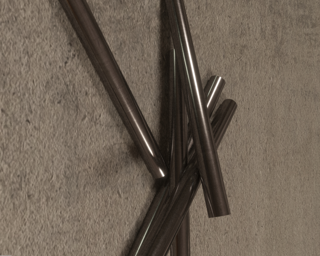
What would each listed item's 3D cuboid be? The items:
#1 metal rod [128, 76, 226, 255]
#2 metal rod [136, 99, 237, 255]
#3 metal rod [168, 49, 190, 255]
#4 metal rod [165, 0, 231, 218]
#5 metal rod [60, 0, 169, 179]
[{"bbox_3d":[0.027,0.052,0.430,0.025,0.025,0.300,41,65,-33],"label":"metal rod"},{"bbox_3d":[0.051,0.044,0.393,0.025,0.025,0.301,63,38,-21],"label":"metal rod"},{"bbox_3d":[0.024,0.043,0.401,0.025,0.025,0.298,8,77,-40],"label":"metal rod"},{"bbox_3d":[0.041,-0.044,0.383,0.025,0.025,0.299,3,70,-40],"label":"metal rod"},{"bbox_3d":[-0.060,-0.067,0.355,0.025,0.025,0.299,-40,114,-33],"label":"metal rod"}]
